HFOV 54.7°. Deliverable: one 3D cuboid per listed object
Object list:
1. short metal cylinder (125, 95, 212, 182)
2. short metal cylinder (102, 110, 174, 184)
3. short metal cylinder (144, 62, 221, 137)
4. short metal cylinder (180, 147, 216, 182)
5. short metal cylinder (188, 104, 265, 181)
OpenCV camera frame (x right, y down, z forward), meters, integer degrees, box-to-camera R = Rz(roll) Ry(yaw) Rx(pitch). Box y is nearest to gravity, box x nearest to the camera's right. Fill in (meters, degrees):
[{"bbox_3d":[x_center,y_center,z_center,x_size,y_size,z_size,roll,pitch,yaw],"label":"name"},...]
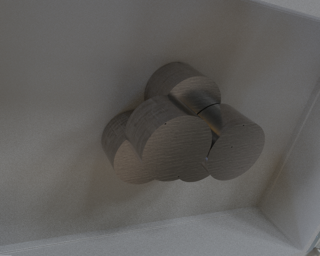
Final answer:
[{"bbox_3d":[0.009,0.011,0.337,0.081,0.050,0.079,-14,124,-21],"label":"short metal cylinder"},{"bbox_3d":[-0.027,0.024,0.390,0.081,0.050,0.079,-14,124,-21],"label":"short metal cylinder"},{"bbox_3d":[0.027,-0.035,0.384,0.081,0.050,0.079,-14,124,-21],"label":"short metal cylinder"},{"bbox_3d":[0.044,0.028,0.431,0.081,0.050,0.079,-14,124,-21],"label":"short metal cylinder"},{"bbox_3d":[0.079,0.017,0.378,0.081,0.050,0.079,-14,124,-21],"label":"short metal cylinder"}]
